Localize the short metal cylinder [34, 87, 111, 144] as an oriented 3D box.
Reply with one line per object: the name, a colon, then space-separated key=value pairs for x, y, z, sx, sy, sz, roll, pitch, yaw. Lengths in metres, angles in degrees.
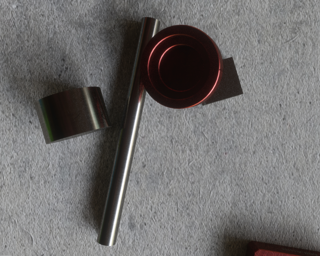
short metal cylinder: x=-0.106 y=-0.015 z=0.381 sx=0.080 sy=0.080 sz=0.050 roll=-16 pitch=90 yaw=0

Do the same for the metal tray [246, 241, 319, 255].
metal tray: x=0.177 y=0.208 z=0.409 sx=0.131 sy=0.030 sz=0.089 roll=10 pitch=90 yaw=-1

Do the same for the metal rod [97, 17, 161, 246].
metal rod: x=-0.041 y=0.004 z=0.409 sx=0.025 sy=0.025 sz=0.298 roll=11 pitch=90 yaw=-1

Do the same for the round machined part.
round machined part: x=0.029 y=-0.073 z=0.382 sx=0.098 sy=0.042 sz=0.097 roll=2 pitch=97 yaw=20

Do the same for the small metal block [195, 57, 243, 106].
small metal block: x=0.076 y=-0.061 z=0.411 sx=0.050 sy=0.025 sz=0.050 roll=-16 pitch=90 yaw=-1
